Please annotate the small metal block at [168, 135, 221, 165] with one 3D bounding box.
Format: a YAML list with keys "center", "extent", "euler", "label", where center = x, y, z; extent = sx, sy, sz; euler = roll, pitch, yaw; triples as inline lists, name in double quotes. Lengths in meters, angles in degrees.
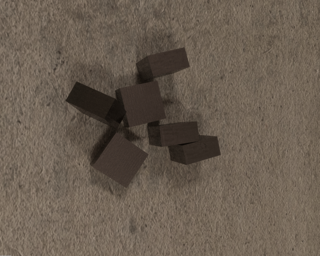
- center: [0.044, 0.028, 0.413]
  extent: [0.050, 0.050, 0.025]
  euler: [-13, 95, -20]
  label: "small metal block"

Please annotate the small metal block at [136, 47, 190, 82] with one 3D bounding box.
- center: [0.002, -0.081, 0.398]
  extent: [0.050, 0.050, 0.025]
  euler: [-18, 97, -19]
  label: "small metal block"

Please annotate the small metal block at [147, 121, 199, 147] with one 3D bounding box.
- center: [0.016, 0.007, 0.402]
  extent: [0.050, 0.050, 0.025]
  euler: [-8, 93, -19]
  label: "small metal block"

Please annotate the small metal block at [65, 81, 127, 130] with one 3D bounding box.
- center: [-0.072, -0.025, 0.360]
  extent: [0.050, 0.050, 0.025]
  euler: [24, 81, 13]
  label: "small metal block"

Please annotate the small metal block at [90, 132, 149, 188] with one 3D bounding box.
- center: [-0.051, 0.040, 0.391]
  extent: [0.050, 0.025, 0.050]
  euler: [37, 78, -17]
  label: "small metal block"

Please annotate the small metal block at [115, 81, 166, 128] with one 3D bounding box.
- center: [-0.025, -0.031, 0.401]
  extent: [0.050, 0.025, 0.050]
  euler: [-15, 95, -20]
  label: "small metal block"
